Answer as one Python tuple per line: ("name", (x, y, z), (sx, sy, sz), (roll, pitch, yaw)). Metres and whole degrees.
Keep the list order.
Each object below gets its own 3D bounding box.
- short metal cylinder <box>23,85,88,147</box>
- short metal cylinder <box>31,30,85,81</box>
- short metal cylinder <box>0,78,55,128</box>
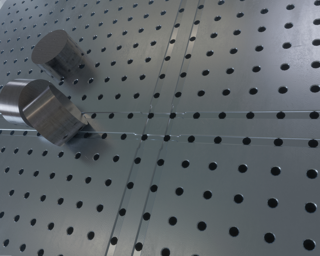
("short metal cylinder", (-0.156, -0.018, 0.466), (0.050, 0.080, 0.080), (-42, 51, 0))
("short metal cylinder", (-0.188, -0.134, 0.573), (0.080, 0.050, 0.080), (-13, 56, 21))
("short metal cylinder", (-0.212, -0.041, 0.509), (0.050, 0.080, 0.080), (7, 65, 31))
